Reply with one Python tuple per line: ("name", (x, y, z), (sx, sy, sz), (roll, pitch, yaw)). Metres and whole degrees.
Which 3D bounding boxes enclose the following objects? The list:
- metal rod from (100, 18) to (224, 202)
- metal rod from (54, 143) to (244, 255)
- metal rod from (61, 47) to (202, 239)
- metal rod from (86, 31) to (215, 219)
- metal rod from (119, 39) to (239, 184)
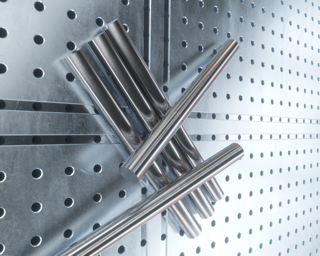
("metal rod", (0.015, -0.007, 0.423), (0.025, 0.025, 0.299), (-48, 119, -29))
("metal rod", (-0.006, 0.093, 0.379), (0.302, 0.025, 0.025), (-27, 108, -28))
("metal rod", (-0.022, 0.036, 0.392), (0.025, 0.025, 0.299), (-47, 118, -30))
("metal rod", (0.000, 0.013, 0.411), (0.025, 0.025, 0.299), (-47, 118, -30))
("metal rod", (0.043, -0.042, 0.421), (0.301, 0.025, 0.025), (-51, 121, -37))
